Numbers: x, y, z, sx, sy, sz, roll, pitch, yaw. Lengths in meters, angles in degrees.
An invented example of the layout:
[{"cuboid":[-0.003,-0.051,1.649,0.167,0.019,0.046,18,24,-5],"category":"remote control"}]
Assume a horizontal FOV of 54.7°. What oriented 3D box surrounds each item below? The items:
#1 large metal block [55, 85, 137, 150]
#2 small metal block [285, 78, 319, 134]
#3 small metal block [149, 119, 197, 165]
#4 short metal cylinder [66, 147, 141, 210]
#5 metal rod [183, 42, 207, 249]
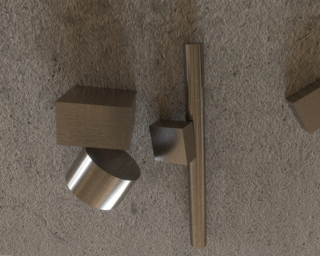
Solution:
[{"cuboid":[-0.073,-0.015,0.374,0.081,0.080,0.050,5,110,-2],"category":"large metal block"},{"cuboid":[0.201,-0.029,0.402,0.050,0.025,0.050,-33,107,11],"category":"small metal block"},{"cuboid":[0.017,0.018,0.404,0.050,0.025,0.050,5,115,34],"category":"small metal block"},{"cuboid":[-0.073,0.058,0.401,0.080,0.080,0.050,32,107,-12],"category":"short metal cylinder"},{"cuboid":[0.050,0.037,0.424,0.025,0.025,0.298,-4,110,1],"category":"metal rod"}]
